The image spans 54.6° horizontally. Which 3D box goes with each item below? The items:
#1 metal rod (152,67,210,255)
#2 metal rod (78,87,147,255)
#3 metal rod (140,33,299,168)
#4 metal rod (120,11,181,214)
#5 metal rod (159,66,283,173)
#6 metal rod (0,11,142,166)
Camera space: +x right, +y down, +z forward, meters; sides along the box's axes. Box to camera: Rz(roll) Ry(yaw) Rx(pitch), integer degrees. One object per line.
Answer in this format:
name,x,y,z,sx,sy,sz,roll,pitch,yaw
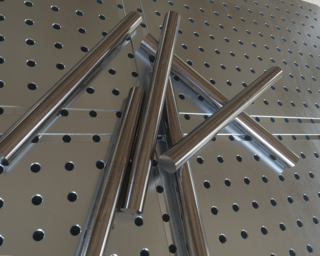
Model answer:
metal rod,0.024,0.039,0.396,0.025,0.025,0.299,4,60,-26
metal rod,-0.055,0.073,0.333,0.025,0.025,0.300,23,53,-15
metal rod,0.093,-0.041,0.482,0.300,0.025,0.025,39,51,-2
metal rod,-0.006,-0.040,0.406,0.025,0.025,0.300,20,61,-17
metal rod,0.105,-0.027,0.446,0.025,0.025,0.302,49,51,6
metal rod,-0.099,-0.072,0.398,0.025,0.025,0.301,35,51,-5
